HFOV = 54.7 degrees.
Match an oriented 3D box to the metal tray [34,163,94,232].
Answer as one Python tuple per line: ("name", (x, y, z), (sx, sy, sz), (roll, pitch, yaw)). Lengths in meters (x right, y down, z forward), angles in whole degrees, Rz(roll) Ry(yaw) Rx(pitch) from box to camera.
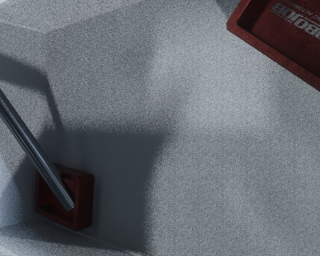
("metal tray", (-0.170, 0.115, 0.540), (0.130, 0.030, 0.089), (6, 94, 39))

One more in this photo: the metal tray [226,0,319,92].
("metal tray", (0.137, -0.100, 0.289), (0.130, 0.030, 0.089), (46, 117, 29))

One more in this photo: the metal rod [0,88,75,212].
("metal rod", (-0.226, 0.006, 0.502), (0.025, 0.025, 0.299), (-34, 91, 35))
